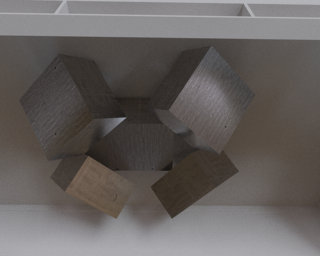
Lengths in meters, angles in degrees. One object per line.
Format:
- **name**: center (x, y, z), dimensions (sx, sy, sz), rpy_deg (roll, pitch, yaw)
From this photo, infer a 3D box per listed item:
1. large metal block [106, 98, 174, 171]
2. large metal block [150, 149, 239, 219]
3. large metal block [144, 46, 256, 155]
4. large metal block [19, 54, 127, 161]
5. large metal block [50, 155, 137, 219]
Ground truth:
- **large metal block**: center (-0.024, 0.009, 0.397), dimensions (0.081, 0.050, 0.079), rpy_deg (0, 130, -1)
- **large metal block**: center (0.048, 0.069, 0.421), dimensions (0.080, 0.050, 0.081), rpy_deg (-44, 163, 30)
- **large metal block**: center (0.045, -0.030, 0.338), dimensions (0.080, 0.050, 0.080), rpy_deg (39, 76, -28)
- **large metal block**: center (-0.097, -0.021, 0.341), dimensions (0.080, 0.080, 0.050), rpy_deg (-38, 164, 27)
- **large metal block**: center (-0.093, 0.074, 0.425), dimensions (0.080, 0.050, 0.080), rpy_deg (38, 165, -28)
